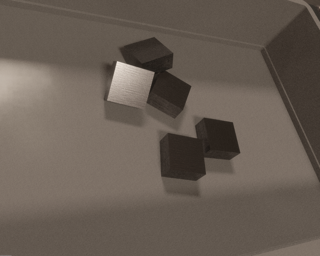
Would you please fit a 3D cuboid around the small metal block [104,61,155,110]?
[{"bbox_3d":[-0.040,-0.055,0.402,0.050,0.025,0.050,13,97,-22],"label":"small metal block"}]

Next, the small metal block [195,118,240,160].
[{"bbox_3d":[0.082,0.016,0.442,0.050,0.025,0.050,8,58,-25],"label":"small metal block"}]

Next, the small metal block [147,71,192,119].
[{"bbox_3d":[0.012,-0.049,0.444,0.050,0.025,0.050,29,52,-10],"label":"small metal block"}]

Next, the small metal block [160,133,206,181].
[{"bbox_3d":[0.029,0.038,0.400,0.050,0.025,0.050,11,57,-23],"label":"small metal block"}]

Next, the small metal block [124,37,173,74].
[{"bbox_3d":[-0.016,-0.101,0.442,0.050,0.025,0.050,-24,52,-23],"label":"small metal block"}]
